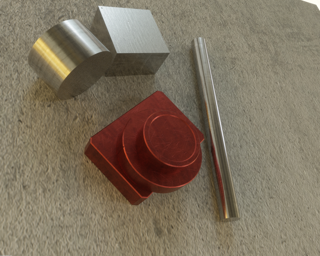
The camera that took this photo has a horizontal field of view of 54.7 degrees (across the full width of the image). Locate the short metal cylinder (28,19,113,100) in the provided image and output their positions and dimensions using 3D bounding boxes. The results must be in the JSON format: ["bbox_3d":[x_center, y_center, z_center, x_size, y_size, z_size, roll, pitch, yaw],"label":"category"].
[{"bbox_3d":[-0.103,-0.078,0.362,0.050,0.080,0.080,47,51,4],"label":"short metal cylinder"}]

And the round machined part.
[{"bbox_3d":[0.005,0.019,0.346,0.099,0.042,0.098,14,56,-21],"label":"round machined part"}]

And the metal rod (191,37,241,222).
[{"bbox_3d":[0.076,-0.016,0.456,0.025,0.025,0.299,10,58,-24],"label":"metal rod"}]

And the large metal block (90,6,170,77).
[{"bbox_3d":[-0.045,-0.122,0.439,0.081,0.050,0.080,-9,67,-33],"label":"large metal block"}]

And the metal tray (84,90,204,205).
[{"bbox_3d":[-0.014,0.019,0.383,0.090,0.030,0.131,47,51,4],"label":"metal tray"}]
